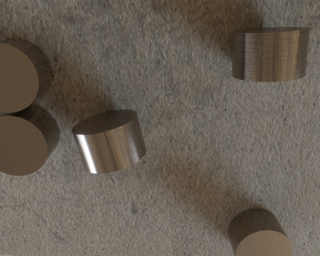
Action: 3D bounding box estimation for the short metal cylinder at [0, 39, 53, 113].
[{"bbox_3d":[-0.177,-0.064,0.371,0.081,0.050,0.079,0,110,-1],"label":"short metal cylinder"}]

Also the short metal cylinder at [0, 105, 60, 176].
[{"bbox_3d":[-0.177,0.014,0.399,0.081,0.050,0.079,0,110,-1],"label":"short metal cylinder"}]

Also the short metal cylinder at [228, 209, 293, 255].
[{"bbox_3d":[0.147,0.169,0.461,0.081,0.050,0.079,0,110,-1],"label":"short metal cylinder"}]

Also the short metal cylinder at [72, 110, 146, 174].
[{"bbox_3d":[-0.062,0.014,0.385,0.080,0.080,0.050,-12,110,4],"label":"short metal cylinder"}]

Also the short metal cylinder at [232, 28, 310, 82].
[{"bbox_3d":[0.123,-0.085,0.351,0.081,0.080,0.050,-4,110,1],"label":"short metal cylinder"}]
